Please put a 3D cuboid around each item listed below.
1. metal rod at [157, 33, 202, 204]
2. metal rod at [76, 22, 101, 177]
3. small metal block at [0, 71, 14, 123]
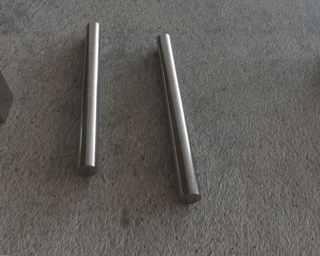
[{"bbox_3d":[0.020,-0.037,0.434,0.025,0.025,0.300,-4,50,-4],"label":"metal rod"},{"bbox_3d":[-0.101,-0.064,0.455,0.025,0.025,0.300,-5,50,-4],"label":"metal rod"},{"bbox_3d":[-0.225,-0.041,0.419,0.025,0.050,0.050,-3,50,-3],"label":"small metal block"}]
